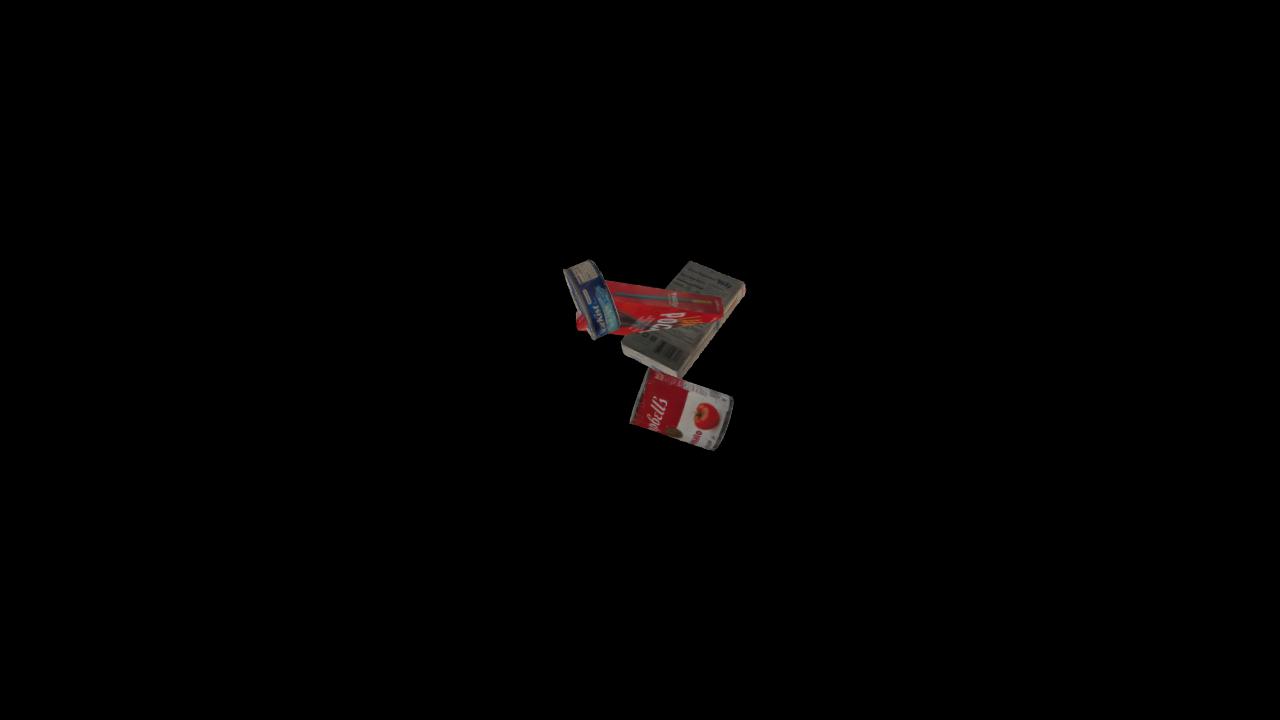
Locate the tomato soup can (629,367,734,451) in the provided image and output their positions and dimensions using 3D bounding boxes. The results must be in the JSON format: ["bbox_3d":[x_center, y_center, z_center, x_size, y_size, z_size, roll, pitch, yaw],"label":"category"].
[{"bbox_3d":[0.046,0.056,0.690,0.101,0.068,0.068,19,-1,-2],"label":"tomato soup can"}]

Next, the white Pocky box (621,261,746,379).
[{"bbox_3d":[0.054,-0.051,0.747,0.084,0.154,0.028,27,-27,25],"label":"white Pocky box"}]

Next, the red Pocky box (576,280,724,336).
[{"bbox_3d":[0.012,-0.053,0.713,0.155,0.028,0.083,5,-24,-27],"label":"red Pocky box"}]

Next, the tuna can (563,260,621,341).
[{"bbox_3d":[-0.052,-0.065,0.669,0.034,0.084,0.084,-24,3,-8],"label":"tuna can"}]
